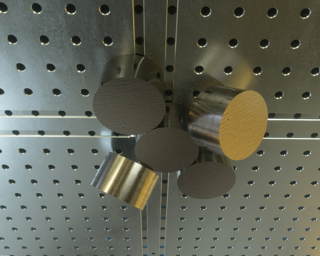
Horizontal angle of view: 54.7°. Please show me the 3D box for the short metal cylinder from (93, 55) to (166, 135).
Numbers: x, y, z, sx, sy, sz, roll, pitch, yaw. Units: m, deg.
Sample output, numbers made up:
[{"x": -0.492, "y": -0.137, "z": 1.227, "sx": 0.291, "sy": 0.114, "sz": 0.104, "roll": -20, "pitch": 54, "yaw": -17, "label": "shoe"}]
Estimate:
[{"x": -0.034, "y": -0.038, "z": 0.362, "sx": 0.081, "sy": 0.050, "sz": 0.079, "roll": 0, "pitch": 130, "yaw": 0, "label": "short metal cylinder"}]

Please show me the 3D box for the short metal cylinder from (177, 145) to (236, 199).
[{"x": 0.064, "y": 0.057, "z": 0.445, "sx": 0.081, "sy": 0.050, "sz": 0.079, "roll": 0, "pitch": 130, "yaw": 0, "label": "short metal cylinder"}]

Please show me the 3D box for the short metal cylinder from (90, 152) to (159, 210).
[{"x": -0.048, "y": 0.074, "z": 0.430, "sx": 0.080, "sy": 0.050, "sz": 0.080, "roll": 24, "pitch": 166, "yaw": 7, "label": "short metal cylinder"}]

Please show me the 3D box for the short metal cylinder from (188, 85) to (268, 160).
[{"x": 0.080, "y": -0.008, "z": 0.363, "sx": 0.081, "sy": 0.050, "sz": 0.079, "roll": -11, "pitch": 109, "yaw": -34, "label": "short metal cylinder"}]

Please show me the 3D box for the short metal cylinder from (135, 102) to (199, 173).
[{"x": 0.009, "y": 0.013, "z": 0.406, "sx": 0.081, "sy": 0.050, "sz": 0.079, "roll": 0, "pitch": 130, "yaw": 0, "label": "short metal cylinder"}]
